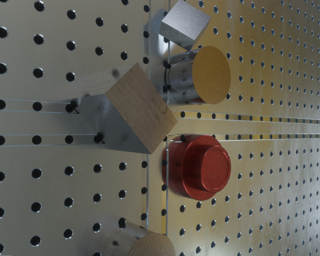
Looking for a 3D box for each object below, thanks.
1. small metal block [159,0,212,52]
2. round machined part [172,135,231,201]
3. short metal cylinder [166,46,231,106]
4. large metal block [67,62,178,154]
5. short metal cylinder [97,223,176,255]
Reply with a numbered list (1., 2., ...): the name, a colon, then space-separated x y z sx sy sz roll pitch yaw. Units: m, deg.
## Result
1. small metal block: 0.034 -0.140 0.423 0.050 0.025 0.050 32 65 4
2. round machined part: 0.068 0.059 0.458 0.099 0.042 0.097 0 90 -40
3. short metal cylinder: 0.056 -0.072 0.442 0.081 0.050 0.079 0 91 -40
4. large metal block: -0.041 -0.019 0.340 0.050 0.080 0.080 -51 120 -28
5. short metal cylinder: -0.028 0.160 0.372 0.081 0.050 0.079 0 90 -40
